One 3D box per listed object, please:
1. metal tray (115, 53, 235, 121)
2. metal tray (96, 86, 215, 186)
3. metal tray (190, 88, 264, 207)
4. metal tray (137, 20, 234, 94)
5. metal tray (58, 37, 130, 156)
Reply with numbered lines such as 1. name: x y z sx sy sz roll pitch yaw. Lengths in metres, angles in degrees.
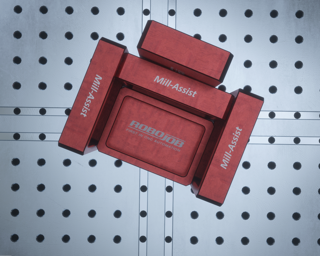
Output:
1. metal tray: 0.017 -0.046 0.381 0.131 0.090 0.030 22 91 -1
2. metal tray: -0.006 0.011 0.410 0.131 0.030 0.090 22 90 -1
3. metal tray: 0.077 0.021 0.381 0.030 0.090 0.129 22 90 0
4. metal tray: 0.025 -0.075 0.360 0.090 0.130 0.030 22 91 0
5. metal tray: -0.074 -0.035 0.380 0.030 0.090 0.130 22 90 0
